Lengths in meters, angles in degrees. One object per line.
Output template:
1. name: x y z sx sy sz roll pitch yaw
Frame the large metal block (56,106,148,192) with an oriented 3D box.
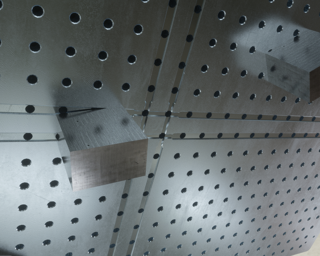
1. large metal block: -0.068 0.019 0.352 0.081 0.080 0.050 -9 123 -24

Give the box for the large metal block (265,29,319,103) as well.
1. large metal block: 0.211 -0.090 0.438 0.080 0.080 0.050 -30 129 -10
